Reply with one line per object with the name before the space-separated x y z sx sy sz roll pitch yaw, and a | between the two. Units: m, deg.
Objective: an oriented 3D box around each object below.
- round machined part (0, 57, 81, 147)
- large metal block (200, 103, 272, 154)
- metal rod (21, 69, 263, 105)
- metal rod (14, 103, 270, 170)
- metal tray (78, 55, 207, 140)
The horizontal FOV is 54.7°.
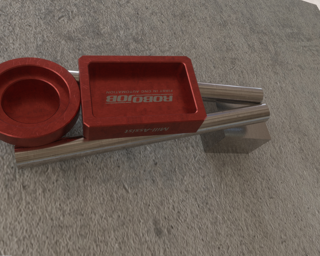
round machined part | -0.136 -0.024 0.329 0.099 0.042 0.098 7 60 -13
large metal block | 0.103 -0.010 0.451 0.081 0.050 0.080 4 60 -27
metal rod | -0.013 -0.051 0.389 0.302 0.025 0.025 3 60 -12
metal rod | -0.003 0.005 0.361 0.303 0.025 0.025 -10 67 -19
metal tray | -0.022 -0.037 0.348 0.131 0.030 0.090 -3 63 -16
